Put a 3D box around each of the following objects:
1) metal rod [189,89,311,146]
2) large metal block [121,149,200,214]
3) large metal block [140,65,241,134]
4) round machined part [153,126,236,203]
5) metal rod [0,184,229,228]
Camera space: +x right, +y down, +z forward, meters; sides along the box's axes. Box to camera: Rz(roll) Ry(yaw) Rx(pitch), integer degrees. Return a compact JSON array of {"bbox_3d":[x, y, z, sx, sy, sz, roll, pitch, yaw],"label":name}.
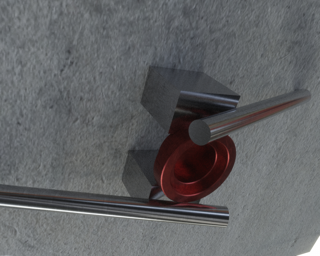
[{"bbox_3d":[0.137,-0.024,0.401,0.302,0.025,0.025,-16,128,-47],"label":"metal rod"},{"bbox_3d":[0.003,0.071,0.420,0.081,0.080,0.050,1,118,-29],"label":"large metal block"},{"bbox_3d":[0.033,-0.034,0.371,0.081,0.080,0.050,1,118,-29],"label":"large metal block"},{"bbox_3d":[0.037,0.037,0.365,0.099,0.042,0.097,-14,125,-21],"label":"round machined part"},{"bbox_3d":[-0.070,0.088,0.354,0.302,0.025,0.025,7,117,-7],"label":"metal rod"}]
